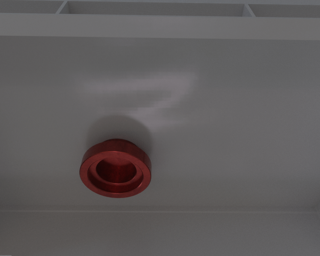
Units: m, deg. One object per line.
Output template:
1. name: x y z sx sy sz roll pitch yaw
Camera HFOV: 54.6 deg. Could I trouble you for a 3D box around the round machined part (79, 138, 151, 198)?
1. round machined part: -0.061 0.053 0.443 0.099 0.042 0.097 0 130 0
